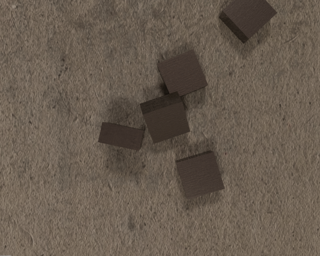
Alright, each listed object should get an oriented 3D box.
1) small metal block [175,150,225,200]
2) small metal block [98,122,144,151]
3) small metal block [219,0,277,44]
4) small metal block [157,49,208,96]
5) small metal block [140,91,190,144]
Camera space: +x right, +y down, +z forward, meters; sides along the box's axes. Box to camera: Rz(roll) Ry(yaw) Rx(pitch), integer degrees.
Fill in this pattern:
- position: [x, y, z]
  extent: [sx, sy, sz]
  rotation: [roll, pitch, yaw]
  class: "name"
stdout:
- position: [0.052, 0.061, 0.411]
  extent: [0.050, 0.025, 0.050]
  rotation: [-17, 90, -1]
  class: "small metal block"
- position: [-0.047, 0.010, 0.397]
  extent: [0.050, 0.050, 0.025]
  rotation: [12, 90, -1]
  class: "small metal block"
- position: [0.116, -0.150, 0.411]
  extent: [0.050, 0.025, 0.050]
  rotation: [-43, 91, 0]
  class: "small metal block"
- position: [0.029, -0.069, 0.410]
  extent: [0.050, 0.025, 0.050]
  rotation: [-22, 90, -1]
  class: "small metal block"
- position: [0.007, -0.013, 0.397]
  extent: [0.050, 0.025, 0.050]
  rotation: [-19, 129, 0]
  class: "small metal block"
